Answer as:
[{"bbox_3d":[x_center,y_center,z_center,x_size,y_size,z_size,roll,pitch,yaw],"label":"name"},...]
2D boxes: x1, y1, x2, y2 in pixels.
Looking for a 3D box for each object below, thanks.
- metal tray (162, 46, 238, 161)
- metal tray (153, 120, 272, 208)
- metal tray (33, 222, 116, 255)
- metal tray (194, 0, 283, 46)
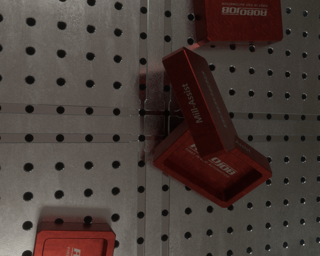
[{"bbox_3d":[0.055,-0.029,0.385,0.030,0.090,0.129,-24,82,24],"label":"metal tray"},{"bbox_3d":[0.068,0.045,0.408,0.130,0.030,0.090,34,121,-18],"label":"metal tray"},{"bbox_3d":[-0.108,0.183,0.370,0.091,0.030,0.129,8,87,-20],"label":"metal tray"},{"bbox_3d":[0.116,-0.169,0.454,0.131,0.030,0.089,-6,92,-20],"label":"metal tray"}]
